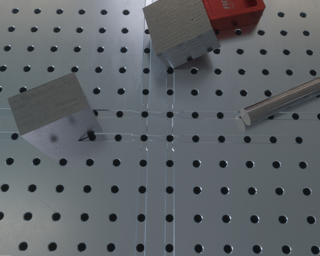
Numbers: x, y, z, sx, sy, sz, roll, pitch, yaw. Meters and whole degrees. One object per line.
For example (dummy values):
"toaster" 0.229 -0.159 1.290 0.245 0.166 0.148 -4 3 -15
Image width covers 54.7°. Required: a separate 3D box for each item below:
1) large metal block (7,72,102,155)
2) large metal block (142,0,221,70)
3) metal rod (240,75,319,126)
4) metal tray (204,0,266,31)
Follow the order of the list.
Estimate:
"large metal block" -0.126 -0.015 0.387 0.080 0.080 0.050 -24 72 -9
"large metal block" 0.030 -0.141 0.435 0.080 0.050 0.080 -21 70 17
"metal rod" 0.253 -0.072 0.439 0.302 0.025 0.025 -23 72 -8
"metal tray" 0.099 -0.220 0.489 0.091 0.030 0.130 -13 71 -5
